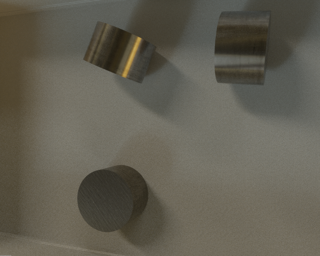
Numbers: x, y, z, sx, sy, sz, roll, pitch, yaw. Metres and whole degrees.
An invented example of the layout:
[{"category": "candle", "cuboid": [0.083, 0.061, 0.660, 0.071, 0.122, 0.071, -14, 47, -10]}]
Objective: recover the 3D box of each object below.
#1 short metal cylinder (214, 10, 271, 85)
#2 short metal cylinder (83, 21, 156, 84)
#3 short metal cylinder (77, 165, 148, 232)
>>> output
[{"category": "short metal cylinder", "cuboid": [0.094, -0.089, 0.348, 0.050, 0.080, 0.079, 6, 92, 19]}, {"category": "short metal cylinder", "cuboid": [-0.051, -0.096, 0.398, 0.080, 0.080, 0.050, 26, 99, 18]}, {"category": "short metal cylinder", "cuboid": [-0.063, 0.093, 0.418, 0.080, 0.050, 0.079, 0, 90, 19]}]
